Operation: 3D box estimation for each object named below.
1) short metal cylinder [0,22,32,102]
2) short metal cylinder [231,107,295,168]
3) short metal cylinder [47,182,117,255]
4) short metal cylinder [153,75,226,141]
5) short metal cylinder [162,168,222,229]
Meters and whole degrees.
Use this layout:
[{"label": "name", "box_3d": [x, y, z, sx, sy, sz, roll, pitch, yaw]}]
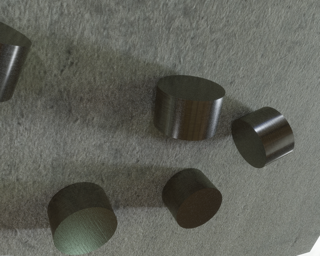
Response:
[{"label": "short metal cylinder", "box_3d": [-0.153, -0.061, 0.250, 0.081, 0.080, 0.050, 16, 110, -35]}, {"label": "short metal cylinder", "box_3d": [0.153, 0.014, 0.466, 0.050, 0.080, 0.080, -24, 128, -14]}, {"label": "short metal cylinder", "box_3d": [-0.103, 0.119, 0.409, 0.081, 0.050, 0.079, -14, 125, -21]}, {"label": "short metal cylinder", "box_3d": [0.034, -0.027, 0.375, 0.081, 0.080, 0.050, -8, 122, -25]}, {"label": "short metal cylinder", "box_3d": [0.050, 0.111, 0.489, 0.081, 0.050, 0.079, -14, 125, -21]}]
